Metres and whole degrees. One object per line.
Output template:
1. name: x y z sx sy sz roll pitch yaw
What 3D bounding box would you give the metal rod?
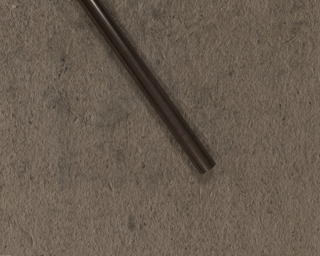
1. metal rod: -0.023 -0.068 0.409 0.025 0.025 0.299 -35 90 0
